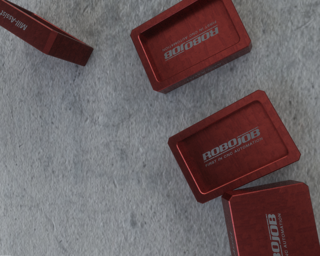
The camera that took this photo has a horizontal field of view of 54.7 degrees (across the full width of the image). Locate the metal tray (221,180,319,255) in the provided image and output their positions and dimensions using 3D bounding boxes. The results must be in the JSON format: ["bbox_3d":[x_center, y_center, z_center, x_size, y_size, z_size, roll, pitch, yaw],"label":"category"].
[{"bbox_3d":[0.126,0.130,0.343,0.091,0.030,0.129,-9,87,-6],"label":"metal tray"}]

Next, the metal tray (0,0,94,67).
[{"bbox_3d":[-0.169,-0.136,0.432,0.130,0.090,0.030,33,101,16],"label":"metal tray"}]

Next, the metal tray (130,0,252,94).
[{"bbox_3d":[0.037,-0.111,0.392,0.130,0.030,0.090,-25,82,18],"label":"metal tray"}]

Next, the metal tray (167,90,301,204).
[{"bbox_3d":[0.086,0.024,0.375,0.130,0.030,0.090,-29,81,17],"label":"metal tray"}]
